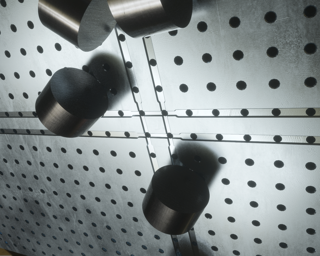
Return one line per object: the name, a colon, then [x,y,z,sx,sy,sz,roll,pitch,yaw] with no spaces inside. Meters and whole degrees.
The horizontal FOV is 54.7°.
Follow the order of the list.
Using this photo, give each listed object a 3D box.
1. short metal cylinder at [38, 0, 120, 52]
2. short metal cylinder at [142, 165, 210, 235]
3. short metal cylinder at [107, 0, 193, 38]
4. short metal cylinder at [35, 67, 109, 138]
short metal cylinder: [-0.084,-0.131,0.337,0.050,0.080,0.079,34,129,6]
short metal cylinder: [0.021,0.097,0.423,0.080,0.080,0.050,28,128,10]
short metal cylinder: [-0.008,-0.131,0.298,0.050,0.080,0.080,-4,117,30]
short metal cylinder: [-0.117,-0.034,0.415,0.080,0.080,0.050,47,129,-6]
